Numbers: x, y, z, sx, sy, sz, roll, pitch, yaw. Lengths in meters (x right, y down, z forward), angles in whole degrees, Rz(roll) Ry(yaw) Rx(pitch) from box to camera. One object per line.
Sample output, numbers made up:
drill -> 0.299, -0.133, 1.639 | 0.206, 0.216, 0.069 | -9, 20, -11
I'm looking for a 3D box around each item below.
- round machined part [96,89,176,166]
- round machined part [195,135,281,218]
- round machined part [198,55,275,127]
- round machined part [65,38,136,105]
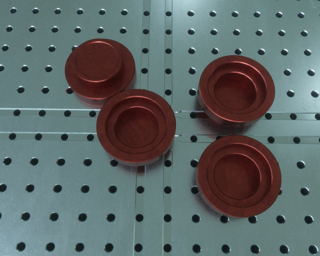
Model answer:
round machined part -> -0.030, 0.002, 0.402 | 0.099, 0.042, 0.098 | 0, 70, -1
round machined part -> 0.093, 0.061, 0.382 | 0.099, 0.042, 0.098 | 0, 70, -1
round machined part -> 0.100, -0.046, 0.421 | 0.099, 0.042, 0.098 | 0, 70, -1
round machined part -> -0.084, -0.085, 0.433 | 0.099, 0.042, 0.098 | 0, 70, -1
